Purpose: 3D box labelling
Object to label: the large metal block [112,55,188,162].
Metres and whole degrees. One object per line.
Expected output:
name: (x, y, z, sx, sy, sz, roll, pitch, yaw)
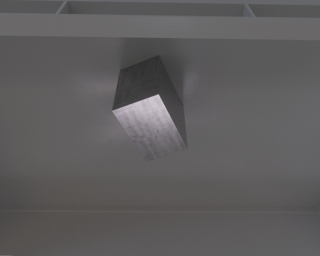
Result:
large metal block: (-0.008, -0.022, 0.354, 0.050, 0.080, 0.080, -18, 128, 15)
